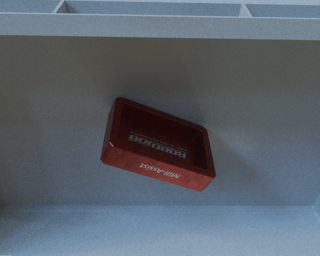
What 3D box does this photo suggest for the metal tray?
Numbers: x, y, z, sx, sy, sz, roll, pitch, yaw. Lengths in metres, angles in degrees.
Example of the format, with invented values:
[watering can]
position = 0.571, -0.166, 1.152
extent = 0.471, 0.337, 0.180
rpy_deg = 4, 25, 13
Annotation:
[metal tray]
position = 0.000, 0.019, 0.378
extent = 0.131, 0.090, 0.030
rpy_deg = 19, 127, -17
